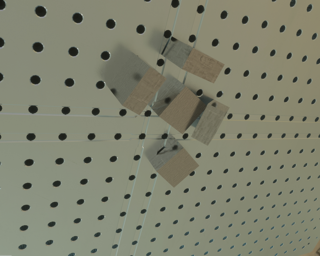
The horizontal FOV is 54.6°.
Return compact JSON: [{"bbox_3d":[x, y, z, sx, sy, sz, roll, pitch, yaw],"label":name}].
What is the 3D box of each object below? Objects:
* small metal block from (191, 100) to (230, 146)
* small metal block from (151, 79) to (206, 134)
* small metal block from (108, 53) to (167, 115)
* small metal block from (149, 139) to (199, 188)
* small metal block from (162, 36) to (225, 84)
[{"bbox_3d":[0.070,-0.009,0.425,0.050,0.025,0.050,-65,168,18],"label":"small metal block"},{"bbox_3d":[0.026,-0.027,0.408,0.050,0.025,0.050,-49,129,6],"label":"small metal block"},{"bbox_3d":[-0.027,-0.050,0.349,0.025,0.050,0.050,30,102,-38],"label":"small metal block"},{"bbox_3d":[0.022,0.052,0.454,0.050,0.025,0.050,-41,129,0],"label":"small metal block"},{"bbox_3d":[0.039,-0.080,0.366,0.050,0.050,0.025,16,110,-35],"label":"small metal block"}]
